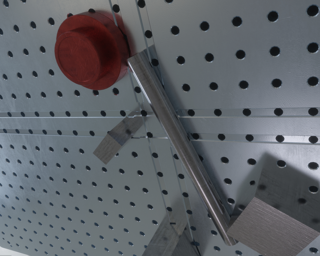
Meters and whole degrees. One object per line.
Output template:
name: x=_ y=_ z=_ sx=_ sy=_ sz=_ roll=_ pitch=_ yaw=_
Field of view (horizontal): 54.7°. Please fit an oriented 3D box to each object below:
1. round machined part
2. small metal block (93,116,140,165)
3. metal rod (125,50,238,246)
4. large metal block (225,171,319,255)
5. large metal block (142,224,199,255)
round machined part: x=-0.092 y=-0.092 z=0.392 sx=0.098 sy=0.042 sz=0.097 roll=13 pitch=124 yaw=21
small metal block: x=-0.062 y=0.018 z=0.438 sx=0.025 sy=0.050 sz=0.050 roll=42 pitch=129 yaw=-1
metal rod: x=0.038 y=0.038 z=0.414 sx=0.025 sy=0.025 sz=0.299 roll=-17 pitch=110 yaw=35
large metal block: x=0.142 y=0.115 z=0.391 sx=0.080 sy=0.050 sz=0.079 roll=29 pitch=128 yaw=10
large metal block: x=0.019 y=0.214 z=0.498 sx=0.050 sy=0.080 sz=0.080 roll=-9 pitch=114 yaw=32
